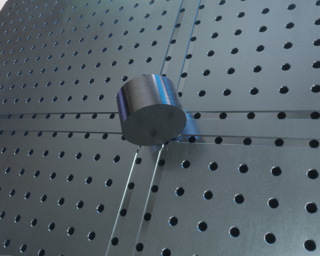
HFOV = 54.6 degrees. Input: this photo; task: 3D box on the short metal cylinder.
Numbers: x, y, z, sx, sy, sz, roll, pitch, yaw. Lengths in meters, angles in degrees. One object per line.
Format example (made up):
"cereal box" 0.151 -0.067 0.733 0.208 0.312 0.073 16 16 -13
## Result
"short metal cylinder" -0.012 -0.021 0.392 0.080 0.080 0.050 -25 52 13
